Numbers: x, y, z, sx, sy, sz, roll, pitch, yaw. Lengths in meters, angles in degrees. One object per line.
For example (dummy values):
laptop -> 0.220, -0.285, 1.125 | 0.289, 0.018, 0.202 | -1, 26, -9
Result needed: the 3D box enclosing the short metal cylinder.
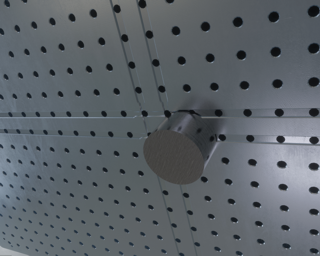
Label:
short metal cylinder -> 0.026, 0.025, 0.397 | 0.080, 0.050, 0.080 | 13, 124, 21
